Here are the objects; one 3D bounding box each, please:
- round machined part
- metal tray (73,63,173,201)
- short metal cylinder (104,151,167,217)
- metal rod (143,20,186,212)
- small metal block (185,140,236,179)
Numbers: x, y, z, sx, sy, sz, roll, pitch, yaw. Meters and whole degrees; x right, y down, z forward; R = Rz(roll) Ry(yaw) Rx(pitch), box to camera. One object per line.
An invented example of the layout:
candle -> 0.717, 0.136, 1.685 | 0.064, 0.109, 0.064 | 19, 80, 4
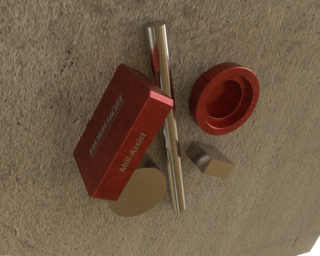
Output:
round machined part -> 0.081, -0.042, 0.417 | 0.099, 0.042, 0.097 | -14, 125, -21
metal tray -> -0.047, 0.003, 0.344 | 0.030, 0.090, 0.129 | 20, 108, -36
short metal cylinder -> -0.038, 0.072, 0.417 | 0.081, 0.050, 0.079 | -14, 125, -21
metal rod -> 0.013, 0.007, 0.422 | 0.025, 0.025, 0.298 | -21, 127, -17
small metal block -> 0.074, 0.047, 0.460 | 0.050, 0.050, 0.025 | 18, 109, -36
